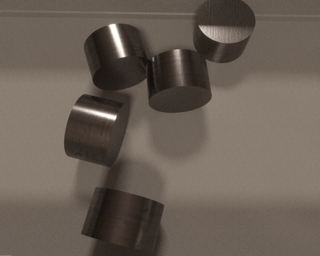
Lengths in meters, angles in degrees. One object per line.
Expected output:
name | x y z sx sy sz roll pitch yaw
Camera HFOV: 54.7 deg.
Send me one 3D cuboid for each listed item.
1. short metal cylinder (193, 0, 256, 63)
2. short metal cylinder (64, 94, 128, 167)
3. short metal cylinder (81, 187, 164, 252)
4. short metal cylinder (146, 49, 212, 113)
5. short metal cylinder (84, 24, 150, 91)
short metal cylinder | 0.091 -0.142 0.449 0.081 0.050 0.080 0 70 0
short metal cylinder | -0.075 0.003 0.379 0.050 0.080 0.080 14 71 5
short metal cylinder | -0.040 0.101 0.343 0.080 0.080 0.050 13 71 4
short metal cylinder | 0.023 -0.058 0.402 0.081 0.080 0.050 -5 70 -2
short metal cylinder | -0.056 -0.092 0.413 0.081 0.080 0.050 -17 71 -6
